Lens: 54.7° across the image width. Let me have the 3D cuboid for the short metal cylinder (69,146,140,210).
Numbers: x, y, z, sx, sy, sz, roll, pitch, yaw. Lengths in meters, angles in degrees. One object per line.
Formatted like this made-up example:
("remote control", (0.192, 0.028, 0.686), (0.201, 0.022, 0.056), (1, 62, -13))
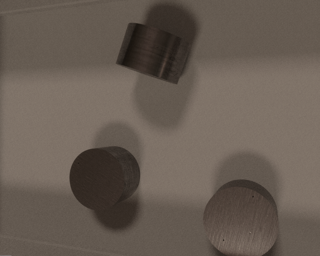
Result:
("short metal cylinder", (-0.074, 0.066, 0.422), (0.080, 0.050, 0.079), (0, 90, 19))

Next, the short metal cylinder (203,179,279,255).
("short metal cylinder", (0.096, 0.104, 0.363), (0.080, 0.050, 0.079), (0, 90, 19))

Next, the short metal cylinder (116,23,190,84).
("short metal cylinder", (-0.009, -0.091, 0.383), (0.080, 0.080, 0.050), (21, 97, 18))
